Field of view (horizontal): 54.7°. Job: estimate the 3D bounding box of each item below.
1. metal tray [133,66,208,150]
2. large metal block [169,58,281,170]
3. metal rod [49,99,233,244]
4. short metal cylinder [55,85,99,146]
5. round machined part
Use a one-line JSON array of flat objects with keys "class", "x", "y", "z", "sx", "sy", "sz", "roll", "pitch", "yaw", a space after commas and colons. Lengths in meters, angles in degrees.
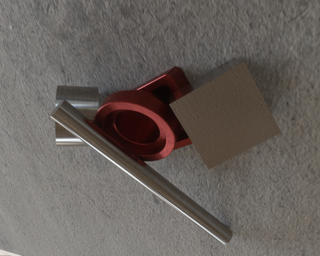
[{"class": "metal tray", "x": -0.009, "y": -0.012, "z": 0.401, "sx": 0.130, "sy": 0.030, "sz": 0.090, "roll": -22, "pitch": 107, "yaw": 36}, {"class": "large metal block", "x": 0.065, "y": -0.017, "z": 0.325, "sx": 0.080, "sy": 0.050, "sz": 0.080, "roll": -29, "pitch": 104, "yaw": 10}, {"class": "metal rod", "x": -0.008, "y": 0.069, "z": 0.397, "sx": 0.300, "sy": 0.025, "sz": 0.025, "roll": 41, "pitch": 131, "yaw": -23}, {"class": "short metal cylinder", "x": -0.109, "y": -0.015, "z": 0.410, "sx": 0.050, "sy": 0.080, "sz": 0.079, "roll": 1, "pitch": 126, "yaw": -14}, {"class": "round machined part", "x": -0.024, "y": -0.007, "z": 0.373, "sx": 0.098, "sy": 0.042, "sz": 0.097, "roll": 11, "pitch": 137, "yaw": 11}]
